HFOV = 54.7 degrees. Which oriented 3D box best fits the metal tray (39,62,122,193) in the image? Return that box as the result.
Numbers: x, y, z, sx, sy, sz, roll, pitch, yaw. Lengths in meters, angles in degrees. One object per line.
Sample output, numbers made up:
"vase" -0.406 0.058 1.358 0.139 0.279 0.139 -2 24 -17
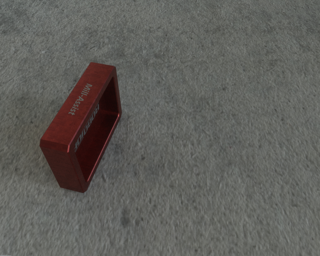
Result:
"metal tray" -0.084 -0.003 0.361 0.030 0.089 0.130 12 51 9
